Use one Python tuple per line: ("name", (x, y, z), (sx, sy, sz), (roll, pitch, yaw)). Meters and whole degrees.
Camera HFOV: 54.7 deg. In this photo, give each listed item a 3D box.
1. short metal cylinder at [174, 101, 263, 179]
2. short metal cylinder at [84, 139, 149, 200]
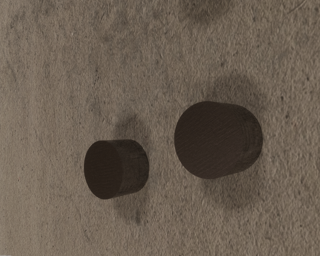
("short metal cylinder", (0.063, 0.012, 0.336), (0.080, 0.050, 0.079), (0, 90, 39))
("short metal cylinder", (-0.062, 0.056, 0.438), (0.080, 0.050, 0.079), (0, 90, 39))
